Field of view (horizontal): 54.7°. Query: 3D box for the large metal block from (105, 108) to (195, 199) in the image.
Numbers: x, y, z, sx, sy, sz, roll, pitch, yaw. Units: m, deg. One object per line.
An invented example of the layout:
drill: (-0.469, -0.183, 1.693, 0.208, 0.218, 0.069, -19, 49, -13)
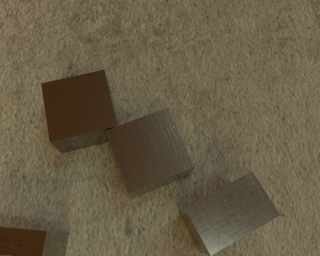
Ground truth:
large metal block: (-0.013, 0.032, 0.383, 0.080, 0.050, 0.080, -21, 72, -8)

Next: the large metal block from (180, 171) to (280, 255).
large metal block: (0.072, 0.096, 0.345, 0.080, 0.080, 0.050, -26, 73, -10)

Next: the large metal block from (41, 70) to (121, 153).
large metal block: (-0.100, -0.021, 0.401, 0.081, 0.050, 0.080, -14, 71, -5)

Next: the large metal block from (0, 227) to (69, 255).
large metal block: (-0.152, 0.133, 0.328, 0.080, 0.080, 0.050, 5, 70, 1)
